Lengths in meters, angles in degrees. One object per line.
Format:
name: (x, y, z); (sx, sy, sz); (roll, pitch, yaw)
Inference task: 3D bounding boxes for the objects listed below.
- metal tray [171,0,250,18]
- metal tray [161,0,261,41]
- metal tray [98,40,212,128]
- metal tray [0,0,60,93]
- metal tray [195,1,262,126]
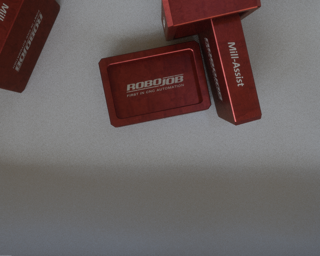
metal tray: (0.061, -0.165, 0.359); (0.091, 0.130, 0.030); (1, 90, 0)
metal tray: (0.049, -0.130, 0.352); (0.090, 0.130, 0.030); (-12, 100, 2)
metal tray: (-0.006, -0.056, 0.408); (0.131, 0.030, 0.089); (-11, 90, 0)
metal tray: (-0.174, -0.111, 0.377); (0.030, 0.090, 0.129); (24, 90, 0)
metal tray: (0.078, -0.074, 0.370); (0.030, 0.090, 0.129); (-15, 99, 0)
